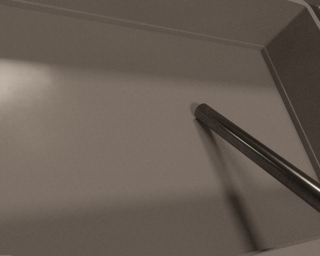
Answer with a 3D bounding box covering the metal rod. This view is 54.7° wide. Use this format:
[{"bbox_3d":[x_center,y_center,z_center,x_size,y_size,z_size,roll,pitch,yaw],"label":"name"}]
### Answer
[{"bbox_3d":[0.143,0.050,0.359,0.025,0.025,0.300,-11,37,-33],"label":"metal rod"}]
